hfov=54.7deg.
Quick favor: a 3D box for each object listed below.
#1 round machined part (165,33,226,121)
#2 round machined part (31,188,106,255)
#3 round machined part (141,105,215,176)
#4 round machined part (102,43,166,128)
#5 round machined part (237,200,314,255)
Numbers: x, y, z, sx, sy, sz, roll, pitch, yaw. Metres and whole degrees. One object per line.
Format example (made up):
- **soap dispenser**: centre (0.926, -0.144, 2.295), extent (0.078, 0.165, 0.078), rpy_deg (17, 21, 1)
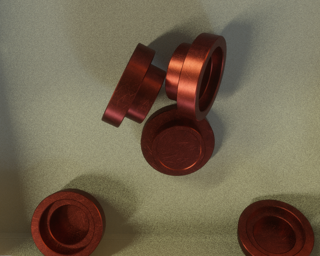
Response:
- **round machined part**: centre (0.040, -0.060, 0.356), extent (0.042, 0.099, 0.097), rpy_deg (18, 111, 21)
- **round machined part**: centre (-0.126, 0.134, 0.439), extent (0.099, 0.042, 0.097), rpy_deg (0, 89, 2)
- **round machined part**: centre (0.023, 0.021, 0.410), extent (0.099, 0.042, 0.097), rpy_deg (0, 110, 0)
- **round machined part**: centre (-0.027, -0.044, 0.356), extent (0.042, 0.098, 0.097), rpy_deg (26, 108, -9)
- **round machined part**: centre (0.159, 0.154, 0.435), extent (0.099, 0.098, 0.042), rpy_deg (-7, 134, 2)
